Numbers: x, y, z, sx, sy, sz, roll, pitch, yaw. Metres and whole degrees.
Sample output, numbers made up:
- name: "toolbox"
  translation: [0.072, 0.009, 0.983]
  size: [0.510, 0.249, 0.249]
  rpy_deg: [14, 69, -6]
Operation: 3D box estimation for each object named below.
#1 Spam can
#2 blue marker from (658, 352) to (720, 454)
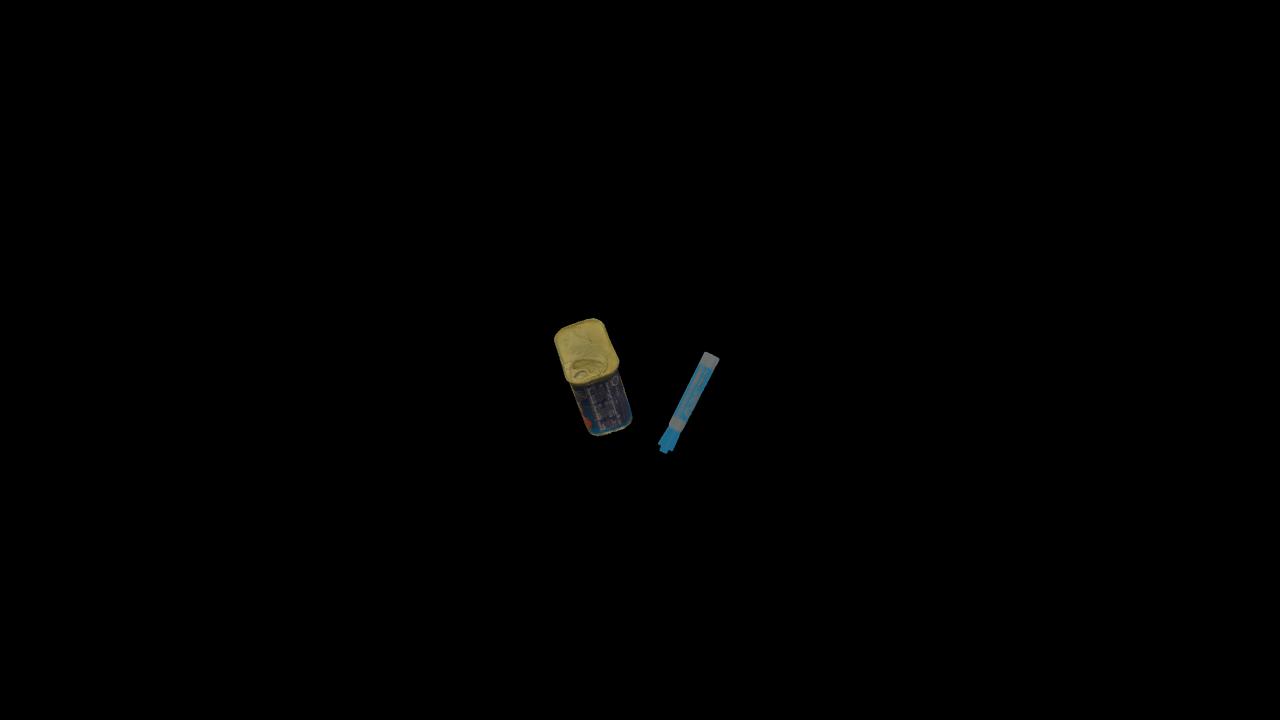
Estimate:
- name: "Spam can"
  translation: [-0.049, 0.019, 0.671]
  size: [0.058, 0.085, 0.101]
  rpy_deg: [-19, 41, -4]
- name: "blue marker"
  translation: [0.053, 0.048, 0.681]
  size: [0.020, 0.121, 0.020]
  rpy_deg: [27, -1, 1]
